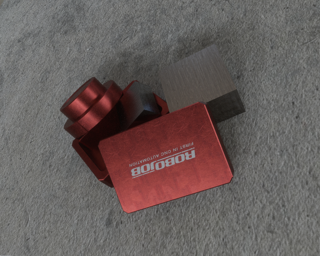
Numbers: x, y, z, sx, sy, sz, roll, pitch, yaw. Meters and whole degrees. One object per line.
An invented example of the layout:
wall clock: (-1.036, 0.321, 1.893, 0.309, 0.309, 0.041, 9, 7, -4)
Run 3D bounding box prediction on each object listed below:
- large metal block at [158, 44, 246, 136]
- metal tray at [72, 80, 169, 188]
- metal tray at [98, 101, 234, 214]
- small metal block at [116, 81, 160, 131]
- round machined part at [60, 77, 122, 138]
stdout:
large metal block: (0.051, -0.047, 0.392, 0.080, 0.050, 0.080, -24, 53, 13)
metal tray: (-0.049, 0.005, 0.424, 0.130, 0.030, 0.090, -46, 51, -4)
metal tray: (0.006, 0.034, 0.349, 0.130, 0.030, 0.090, -21, 90, 16)
small metal block: (-0.031, -0.024, 0.407, 0.050, 0.025, 0.050, -46, 47, 33)
round machined part: (-0.104, -0.035, 0.444, 0.098, 0.042, 0.098, -37, 22, 18)
